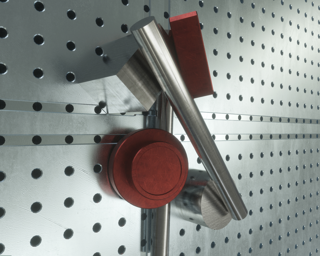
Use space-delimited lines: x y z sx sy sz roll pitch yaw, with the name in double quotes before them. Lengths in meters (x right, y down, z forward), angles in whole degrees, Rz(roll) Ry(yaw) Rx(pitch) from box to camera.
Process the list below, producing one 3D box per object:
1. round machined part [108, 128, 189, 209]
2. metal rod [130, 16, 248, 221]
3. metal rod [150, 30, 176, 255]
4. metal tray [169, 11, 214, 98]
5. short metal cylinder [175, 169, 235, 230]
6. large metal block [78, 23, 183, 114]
"round machined part" -0.009 0.049 0.372 0.099 0.042 0.097 0 90 -23
"metal rod" 0.048 0.014 0.360 0.025 0.025 0.299 -51 128 -28
"metal rod" 0.004 0.020 0.415 0.025 0.025 0.298 3 88 -40
"metal tray" 0.041 -0.090 0.391 0.130 0.030 0.089 -63 140 -75
"short metal cylinder" 0.069 0.102 0.454 0.081 0.050 0.079 0 90 -40
"large metal block" -0.032 -0.064 0.349 0.050 0.080 0.080 49 61 -29
